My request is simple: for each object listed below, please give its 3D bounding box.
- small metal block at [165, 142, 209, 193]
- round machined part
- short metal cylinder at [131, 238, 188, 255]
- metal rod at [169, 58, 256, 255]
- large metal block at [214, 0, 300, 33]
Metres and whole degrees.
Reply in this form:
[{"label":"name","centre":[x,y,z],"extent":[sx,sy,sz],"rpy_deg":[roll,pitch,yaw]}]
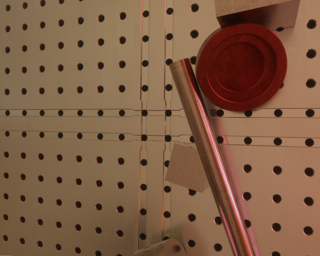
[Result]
[{"label":"small metal block","centre":[0.039,0.049,0.398],"extent":[0.050,0.025,0.050],"rpy_deg":[16,95,19]},{"label":"round machined part","centre":[0.090,-0.072,0.357],"extent":[0.099,0.042,0.097],"rpy_deg":[0,112,0]},{"label":"short metal cylinder","centre":[0.004,0.184,0.381],"extent":[0.050,0.080,0.080],"rpy_deg":[-27,82,18]},{"label":"metal rod","centre":[0.071,0.064,0.365],"extent":[0.025,0.025,0.298],"rpy_deg":[-18,92,19]},{"label":"large metal block","centre":[0.107,-0.143,0.345],"extent":[0.080,0.080,0.050],"rpy_deg":[-6,87,19]}]
